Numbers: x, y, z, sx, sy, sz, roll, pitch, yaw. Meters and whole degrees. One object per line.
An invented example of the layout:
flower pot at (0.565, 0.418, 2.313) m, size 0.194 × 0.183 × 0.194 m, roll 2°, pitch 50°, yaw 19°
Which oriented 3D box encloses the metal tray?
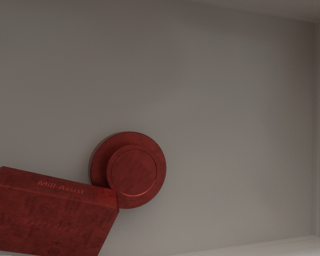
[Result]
metal tray at (-0.121, 0.099, 0.341) m, size 0.131 × 0.030 × 0.089 m, roll 17°, pitch 115°, yaw -20°

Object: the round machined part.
round machined part at (-0.037, 0.053, 0.389) m, size 0.099 × 0.042 × 0.097 m, roll 0°, pitch 90°, yaw -21°
